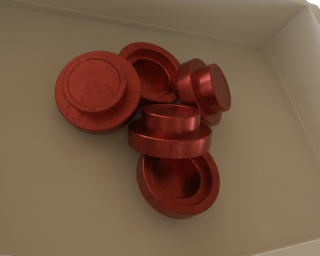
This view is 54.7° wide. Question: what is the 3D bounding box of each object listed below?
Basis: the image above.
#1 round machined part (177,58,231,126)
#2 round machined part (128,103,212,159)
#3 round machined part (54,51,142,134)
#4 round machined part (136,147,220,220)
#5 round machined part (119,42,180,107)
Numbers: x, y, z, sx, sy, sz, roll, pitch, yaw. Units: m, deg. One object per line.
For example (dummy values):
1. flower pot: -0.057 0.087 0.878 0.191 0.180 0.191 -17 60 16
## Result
1. round machined part: 0.066 -0.051 0.430 0.098 0.042 0.098 33 49 -48
2. round machined part: 0.012 -0.002 0.363 0.099 0.098 0.042 -7 110 -31
3. round machined part: -0.071 -0.044 0.353 0.099 0.042 0.098 0 76 0
4. round machined part: 0.018 0.059 0.366 0.099 0.042 0.098 14 56 -21
5. round machined part: -0.017 -0.065 0.422 0.099 0.042 0.098 14 56 -21
